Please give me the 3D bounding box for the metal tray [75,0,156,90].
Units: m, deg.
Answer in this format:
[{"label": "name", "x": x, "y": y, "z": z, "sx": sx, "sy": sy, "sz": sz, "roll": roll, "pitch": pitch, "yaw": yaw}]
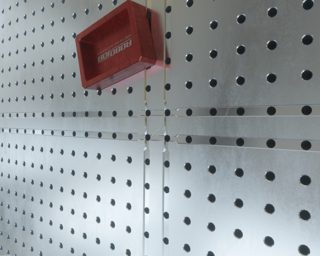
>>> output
[{"label": "metal tray", "x": -0.071, "y": -0.118, "z": 0.461, "sx": 0.130, "sy": 0.030, "sz": 0.090, "roll": -17, "pitch": 79, "yaw": 38}]
